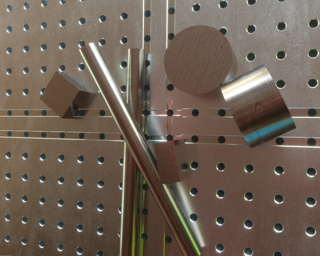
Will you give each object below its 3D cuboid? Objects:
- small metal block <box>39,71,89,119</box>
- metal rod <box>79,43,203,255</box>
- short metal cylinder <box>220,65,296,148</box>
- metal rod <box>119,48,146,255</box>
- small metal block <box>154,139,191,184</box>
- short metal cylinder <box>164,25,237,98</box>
[{"bbox_3d":[-0.143,-0.049,0.463,0.050,0.025,0.050,39,102,15],"label":"small metal block"},{"bbox_3d":[-0.025,0.029,0.399,0.025,0.025,0.299,-27,90,18],"label":"metal rod"},{"bbox_3d":[0.108,-0.024,0.345,0.050,0.080,0.080,-27,81,18],"label":"short metal cylinder"},{"bbox_3d":[-0.038,0.043,0.425,0.025,0.025,0.298,3,91,20],"label":"metal rod"},{"bbox_3d":[0.017,0.041,0.393,0.025,0.050,0.050,-11,86,19],"label":"small metal block"},{"bbox_3d":[0.051,-0.079,0.381,0.080,0.050,0.079,0,90,20],"label":"short metal cylinder"}]
